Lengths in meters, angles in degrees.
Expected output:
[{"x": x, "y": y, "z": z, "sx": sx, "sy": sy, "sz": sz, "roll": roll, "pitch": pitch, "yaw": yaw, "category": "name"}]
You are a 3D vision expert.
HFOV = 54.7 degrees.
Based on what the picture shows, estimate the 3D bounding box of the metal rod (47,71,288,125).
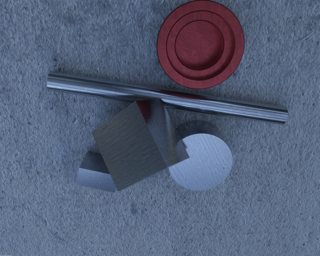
[{"x": 0.013, "y": -0.038, "z": 0.396, "sx": 0.302, "sy": 0.025, "sz": 0.025, "roll": 8, "pitch": 110, "yaw": -4, "category": "metal rod"}]

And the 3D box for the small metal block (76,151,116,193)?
[{"x": -0.080, "y": 0.058, "z": 0.417, "sx": 0.050, "sy": 0.050, "sz": 0.025, "roll": 13, "pitch": 110, "yaw": -5, "category": "small metal block"}]

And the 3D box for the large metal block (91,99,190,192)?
[{"x": -0.025, "y": 0.020, "z": 0.374, "sx": 0.080, "sy": 0.050, "sz": 0.080, "roll": -31, "pitch": 80, "yaw": 32, "category": "large metal block"}]

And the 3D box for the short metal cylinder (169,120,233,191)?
[{"x": 0.050, "y": 0.035, "z": 0.410, "sx": 0.081, "sy": 0.050, "sz": 0.079, "roll": 0, "pitch": 110, "yaw": -1, "category": "short metal cylinder"}]

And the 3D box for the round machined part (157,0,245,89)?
[{"x": 0.045, "y": -0.098, "z": 0.365, "sx": 0.099, "sy": 0.042, "sz": 0.097, "roll": 0, "pitch": 110, "yaw": -1, "category": "round machined part"}]
